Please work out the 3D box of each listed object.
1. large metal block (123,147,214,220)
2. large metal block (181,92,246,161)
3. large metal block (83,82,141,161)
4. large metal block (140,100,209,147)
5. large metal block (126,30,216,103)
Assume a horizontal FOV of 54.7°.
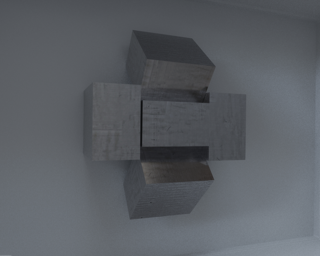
[{"bbox_3d":[0.007,0.066,0.375,0.081,0.079,0.050,1,48,-21],"label":"large metal block"},{"bbox_3d":[0.067,-0.002,0.405,0.050,0.080,0.080,1,90,-20],"label":"large metal block"},{"bbox_3d":[-0.058,-0.007,0.359,0.050,0.080,0.080,1,90,-20],"label":"large metal block"},{"bbox_3d":[0.005,-0.005,0.382,0.081,0.080,0.050,1,90,-20],"label":"large metal block"},{"bbox_3d":[0.009,-0.075,0.376,0.081,0.080,0.050,2,127,-20],"label":"large metal block"}]
